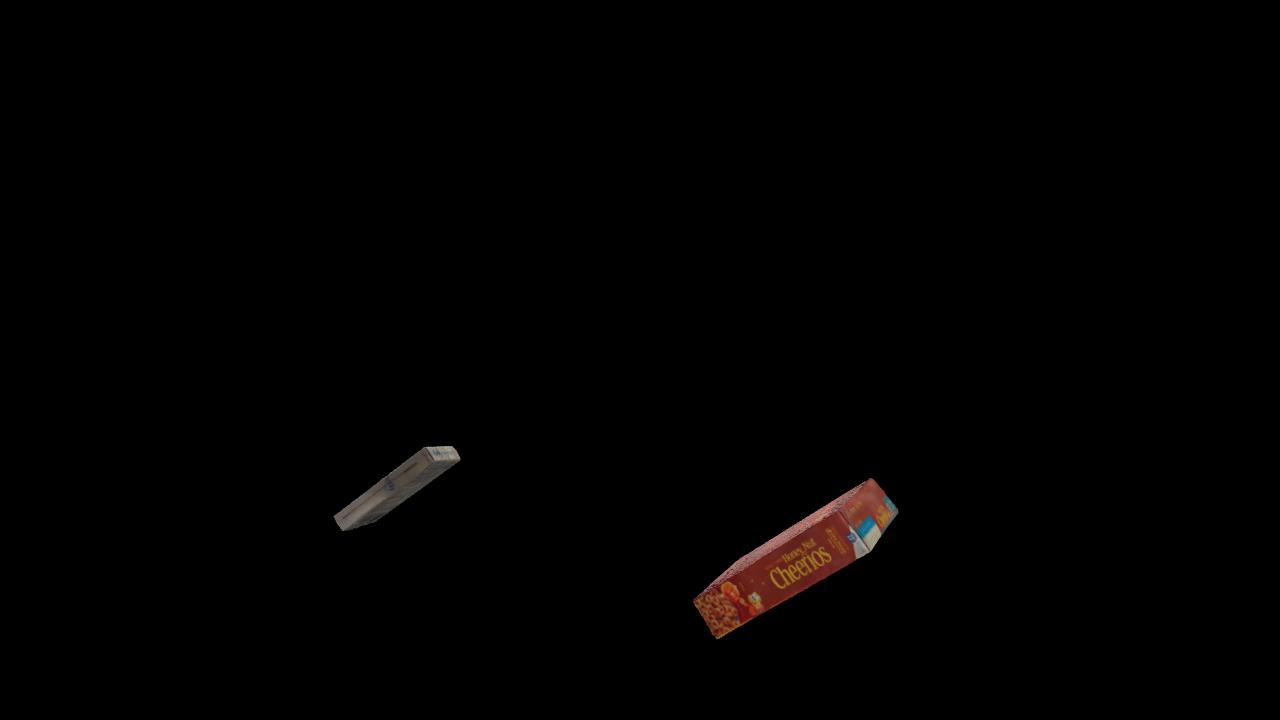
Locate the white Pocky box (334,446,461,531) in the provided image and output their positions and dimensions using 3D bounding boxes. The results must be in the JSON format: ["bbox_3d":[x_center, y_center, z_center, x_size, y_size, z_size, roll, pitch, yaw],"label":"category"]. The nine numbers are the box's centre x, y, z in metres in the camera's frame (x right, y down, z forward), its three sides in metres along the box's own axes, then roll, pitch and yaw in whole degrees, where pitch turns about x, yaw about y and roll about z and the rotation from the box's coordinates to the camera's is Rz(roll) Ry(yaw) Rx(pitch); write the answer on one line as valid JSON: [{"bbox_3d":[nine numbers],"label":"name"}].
[{"bbox_3d":[-0.324,0.171,0.828,0.154,0.028,0.084,-36,-10,2],"label":"white Pocky box"}]

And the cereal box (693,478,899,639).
[{"bbox_3d":[0.252,0.316,0.990,0.306,0.081,0.203,-42,-18,27],"label":"cereal box"}]
